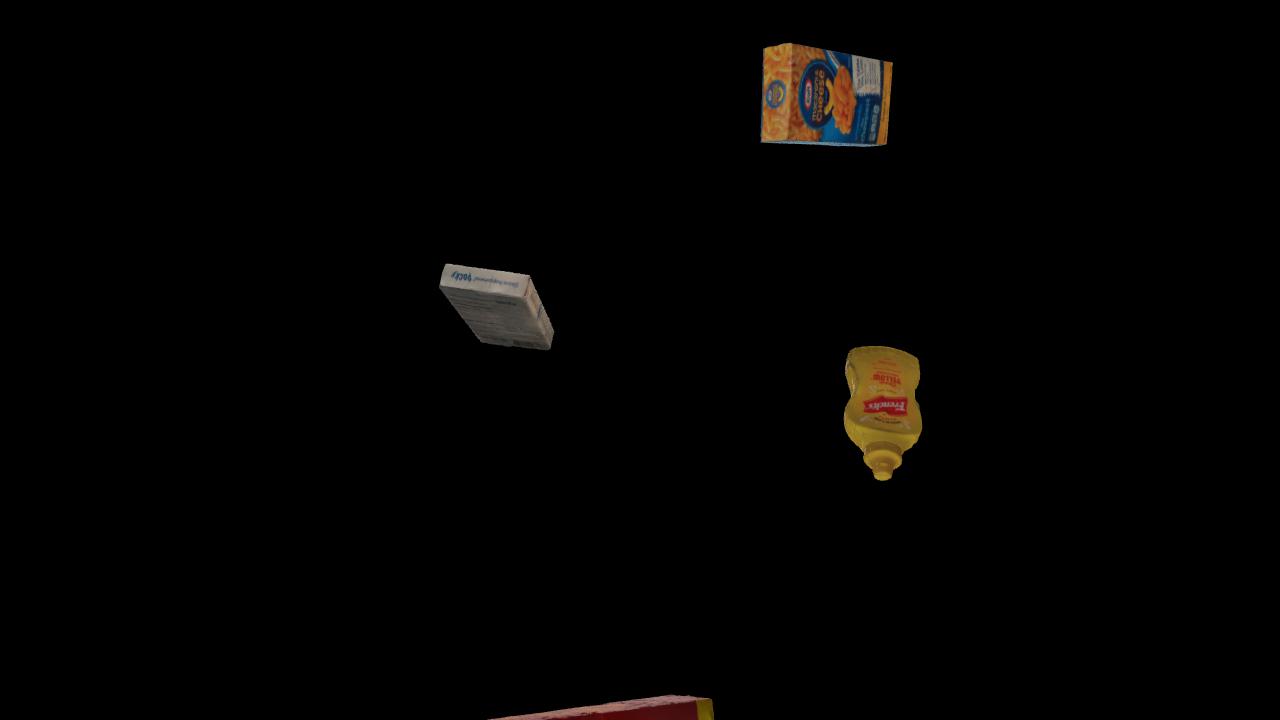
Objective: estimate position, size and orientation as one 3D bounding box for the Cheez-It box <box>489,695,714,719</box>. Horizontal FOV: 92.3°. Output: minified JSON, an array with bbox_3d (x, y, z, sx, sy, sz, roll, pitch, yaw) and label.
[{"bbox_3d":[-0.043,0.344,0.439,0.223,0.166,0.071,11,-28,-29],"label":"Cheez-It box"}]

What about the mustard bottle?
[{"bbox_3d":[0.297,0.066,0.753,0.092,0.184,0.054,13,-39,7],"label":"mustard bottle"}]

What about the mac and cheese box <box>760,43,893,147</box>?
[{"bbox_3d":[0.207,-0.283,0.670,0.184,0.093,0.041,-14,21,-36],"label":"mac and cheese box"}]

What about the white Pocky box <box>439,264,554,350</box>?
[{"bbox_3d":[-0.141,-0.049,0.634,0.084,0.028,0.154,8,-17,3],"label":"white Pocky box"}]
